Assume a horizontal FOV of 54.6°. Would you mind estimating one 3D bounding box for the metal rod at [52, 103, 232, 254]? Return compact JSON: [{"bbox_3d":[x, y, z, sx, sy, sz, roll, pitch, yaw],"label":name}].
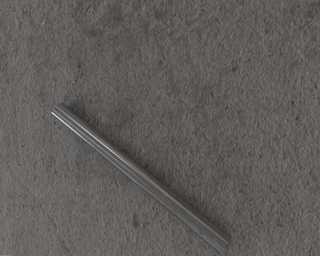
[{"bbox_3d":[-0.035,0.058,0.421,0.300,0.025,0.025,36,102,16],"label":"metal rod"}]
